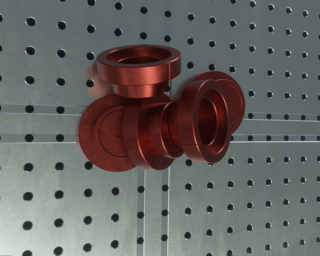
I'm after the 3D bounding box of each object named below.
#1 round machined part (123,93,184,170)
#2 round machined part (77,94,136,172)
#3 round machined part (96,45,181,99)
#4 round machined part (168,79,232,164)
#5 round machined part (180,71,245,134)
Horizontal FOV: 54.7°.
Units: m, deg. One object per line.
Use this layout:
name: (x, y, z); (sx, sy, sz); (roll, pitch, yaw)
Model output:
round machined part: (0.002, 0.003, 0.380); (0.099, 0.042, 0.097); (8, 80, -57)
round machined part: (-0.051, 0.006, 0.386); (0.099, 0.042, 0.097); (0, 90, -21)
round machined part: (-0.024, -0.067, 0.371); (0.099, 0.098, 0.042); (-13, 120, -20)
round machined part: (0.046, -0.007, 0.371); (0.099, 0.042, 0.097); (2, 87, -53)
round machined part: (0.079, -0.032, 0.434); (0.099, 0.042, 0.097); (0, 90, -21)
